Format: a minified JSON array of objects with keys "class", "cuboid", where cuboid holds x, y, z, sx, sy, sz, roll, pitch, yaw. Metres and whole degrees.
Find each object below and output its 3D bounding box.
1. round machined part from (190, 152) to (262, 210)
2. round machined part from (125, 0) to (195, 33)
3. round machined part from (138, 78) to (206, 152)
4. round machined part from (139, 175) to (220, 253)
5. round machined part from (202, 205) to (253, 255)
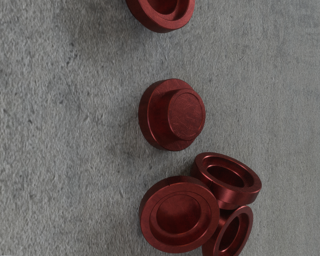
[{"class":"round machined part","cuboid":[0.089,0.078,0.440,0.099,0.098,0.042,-2,120,-40]},{"class":"round machined part","cuboid":[-0.005,-0.168,0.389,0.099,0.042,0.097,0,90,-40]},{"class":"round machined part","cuboid":[0.023,-0.017,0.413,0.099,0.042,0.097,0,90,-40]},{"class":"round machined part","cuboid":[0.022,0.104,0.393,0.099,0.042,0.097,-3,106,-9]},{"class":"round machined part","cuboid":[0.093,0.152,0.461,0.099,0.042,0.097,-19,119,-39]}]
